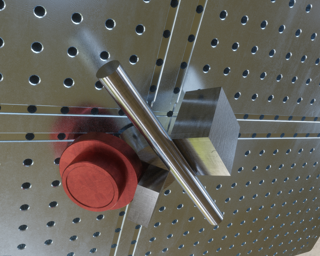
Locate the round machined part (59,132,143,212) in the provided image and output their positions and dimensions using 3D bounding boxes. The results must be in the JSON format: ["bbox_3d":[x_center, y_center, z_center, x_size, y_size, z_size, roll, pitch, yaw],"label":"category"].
[{"bbox_3d":[-0.072,0.057,0.358,0.098,0.042,0.097,6,117,12],"label":"round machined part"}]

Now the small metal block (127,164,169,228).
[{"bbox_3d":[-0.013,0.078,0.364,0.025,0.050,0.050,20,114,7],"label":"small metal block"}]

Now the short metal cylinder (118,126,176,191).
[{"bbox_3d":[-0.018,0.041,0.406,0.081,0.050,0.079,-14,124,-21],"label":"short metal cylinder"}]

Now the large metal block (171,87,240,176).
[{"bbox_3d":[0.062,0.006,0.400,0.080,0.050,0.080,55,43,-39],"label":"large metal block"}]

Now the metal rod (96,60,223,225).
[{"bbox_3d":[0.018,0.041,0.377,0.025,0.025,0.300,-37,129,-3],"label":"metal rod"}]
